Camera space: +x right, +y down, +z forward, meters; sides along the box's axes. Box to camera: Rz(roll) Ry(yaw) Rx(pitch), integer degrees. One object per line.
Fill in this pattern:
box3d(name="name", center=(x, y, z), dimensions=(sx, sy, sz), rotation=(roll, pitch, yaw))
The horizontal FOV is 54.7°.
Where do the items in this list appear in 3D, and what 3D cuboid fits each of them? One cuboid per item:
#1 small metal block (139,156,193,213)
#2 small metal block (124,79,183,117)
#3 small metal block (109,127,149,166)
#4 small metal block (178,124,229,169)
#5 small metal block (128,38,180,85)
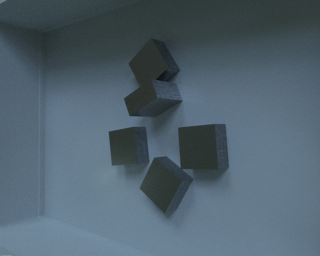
box3d(name="small metal block", center=(0.007, 0.072, 0.399), dimensions=(0.050, 0.025, 0.050), rotation=(38, 113, 33))
box3d(name="small metal block", center=(-0.008, -0.036, 0.396), dimensions=(0.050, 0.050, 0.025), rotation=(-30, 72, 36))
box3d(name="small metal block", center=(-0.045, 0.026, 0.441), dimensions=(0.050, 0.025, 0.050), rotation=(-10, 84, 39))
box3d(name="small metal block", center=(0.051, 0.022, 0.364), dimensions=(0.050, 0.025, 0.050), rotation=(-6, 86, 39))
box3d(name="small metal block", center=(-0.009, -0.082, 0.412), dimensions=(0.050, 0.025, 0.050), rotation=(-41, 65, 32))
